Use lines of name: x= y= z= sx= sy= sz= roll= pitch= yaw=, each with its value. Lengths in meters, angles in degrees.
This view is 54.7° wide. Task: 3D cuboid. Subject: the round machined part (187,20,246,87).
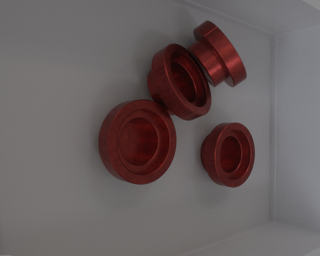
round machined part: x=0.074 y=-0.096 z=0.434 sx=0.042 sy=0.098 sz=0.098 roll=-35 pitch=118 yaw=5

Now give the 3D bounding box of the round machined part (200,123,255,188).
round machined part: x=0.101 y=0.040 z=0.480 sx=0.099 sy=0.042 sz=0.097 roll=0 pitch=90 yaw=-40

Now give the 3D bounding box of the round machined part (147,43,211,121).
round machined part: x=0.021 y=-0.055 z=0.398 sx=0.098 sy=0.042 sz=0.098 roll=31 pitch=48 yaw=-40

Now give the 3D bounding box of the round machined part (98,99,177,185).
round machined part: x=-0.030 y=0.016 z=0.370 sx=0.099 sy=0.042 sz=0.097 roll=0 pitch=90 yaw=-40
